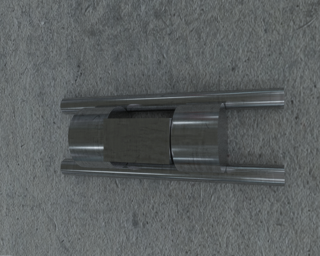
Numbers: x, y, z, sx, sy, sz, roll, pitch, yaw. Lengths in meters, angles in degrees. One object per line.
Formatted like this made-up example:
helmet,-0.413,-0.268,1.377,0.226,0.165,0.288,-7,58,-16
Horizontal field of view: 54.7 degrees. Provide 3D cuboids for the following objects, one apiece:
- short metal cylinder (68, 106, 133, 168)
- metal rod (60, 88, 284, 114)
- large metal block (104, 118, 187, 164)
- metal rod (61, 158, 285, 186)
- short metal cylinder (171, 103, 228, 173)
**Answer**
short metal cylinder,-0.075,0.012,0.407,0.050,0.080,0.080,-1,90,20
metal rod,0.002,-0.033,0.410,0.301,0.025,0.025,0,90,19
large metal block,-0.014,0.014,0.383,0.080,0.080,0.050,0,90,20
metal rod,0.002,0.056,0.409,0.301,0.025,0.025,0,90,19
short metal cylinder,0.049,0.012,0.363,0.050,0.080,0.080,-1,90,20
